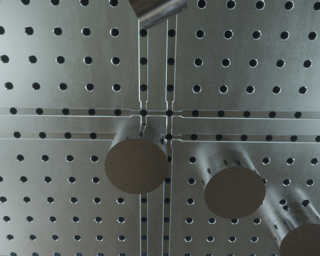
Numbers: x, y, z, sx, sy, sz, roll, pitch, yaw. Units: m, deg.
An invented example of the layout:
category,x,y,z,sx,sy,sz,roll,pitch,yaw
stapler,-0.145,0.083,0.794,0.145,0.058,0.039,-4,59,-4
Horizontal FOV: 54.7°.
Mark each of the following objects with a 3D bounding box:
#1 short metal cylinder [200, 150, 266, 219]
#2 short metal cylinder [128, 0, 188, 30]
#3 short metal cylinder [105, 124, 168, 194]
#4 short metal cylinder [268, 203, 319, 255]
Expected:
category,x,y,z,sx,sy,sz,roll,pitch,yaw
short metal cylinder,0.098,0.078,0.429,0.081,0.050,0.079,0,110,0
short metal cylinder,-0.011,-0.152,0.328,0.050,0.080,0.080,-25,108,9
short metal cylinder,-0.030,0.041,0.415,0.081,0.050,0.079,0,110,0
short metal cylinder,0.209,0.160,0.461,0.081,0.050,0.079,0,110,0
